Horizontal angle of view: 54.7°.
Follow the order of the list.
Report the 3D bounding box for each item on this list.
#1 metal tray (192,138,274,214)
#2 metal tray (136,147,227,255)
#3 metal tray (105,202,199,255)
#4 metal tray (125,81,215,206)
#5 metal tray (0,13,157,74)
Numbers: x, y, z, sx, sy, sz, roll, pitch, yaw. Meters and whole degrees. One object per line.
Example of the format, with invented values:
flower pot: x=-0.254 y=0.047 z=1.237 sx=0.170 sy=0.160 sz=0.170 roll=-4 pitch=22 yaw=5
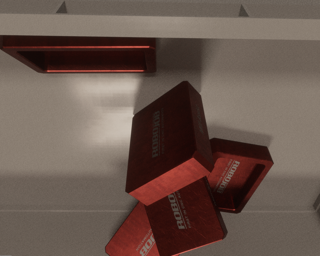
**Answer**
metal tray: x=0.101 y=0.077 z=0.473 sx=0.091 sy=0.030 sz=0.129 roll=10 pitch=130 yaw=-9
metal tray: x=0.026 y=0.099 z=0.425 sx=0.090 sy=0.130 sz=0.030 roll=-24 pitch=161 yaw=13
metal tray: x=-0.005 y=0.151 z=0.455 sx=0.090 sy=0.130 sz=0.030 roll=34 pitch=165 yaw=12
metal tray: x=0.008 y=0.012 z=0.351 sx=0.090 sy=0.130 sz=0.030 roll=-33 pitch=123 yaw=24
metal tray: x=-0.069 y=-0.078 z=0.301 sx=0.131 sy=0.090 sz=0.030 roll=0 pitch=86 yaw=0
